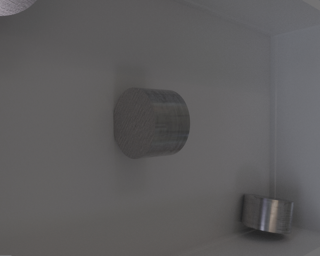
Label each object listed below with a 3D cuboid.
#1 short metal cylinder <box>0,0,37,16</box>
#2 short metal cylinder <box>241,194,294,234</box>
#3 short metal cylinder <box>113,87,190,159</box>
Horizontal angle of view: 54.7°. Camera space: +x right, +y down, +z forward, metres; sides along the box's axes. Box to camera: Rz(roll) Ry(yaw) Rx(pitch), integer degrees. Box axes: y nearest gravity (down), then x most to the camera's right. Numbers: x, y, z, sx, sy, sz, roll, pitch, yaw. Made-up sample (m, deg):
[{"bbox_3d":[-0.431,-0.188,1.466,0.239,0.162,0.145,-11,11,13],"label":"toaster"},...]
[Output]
[{"bbox_3d":[-0.140,-0.138,0.253,0.081,0.050,0.079,-18,126,-27],"label":"short metal cylinder"},{"bbox_3d":[0.181,0.143,0.523,0.081,0.080,0.050,14,81,-39],"label":"short metal cylinder"},{"bbox_3d":[-0.011,-0.006,0.361,0.050,0.080,0.079,-2,91,-40],"label":"short metal cylinder"}]
